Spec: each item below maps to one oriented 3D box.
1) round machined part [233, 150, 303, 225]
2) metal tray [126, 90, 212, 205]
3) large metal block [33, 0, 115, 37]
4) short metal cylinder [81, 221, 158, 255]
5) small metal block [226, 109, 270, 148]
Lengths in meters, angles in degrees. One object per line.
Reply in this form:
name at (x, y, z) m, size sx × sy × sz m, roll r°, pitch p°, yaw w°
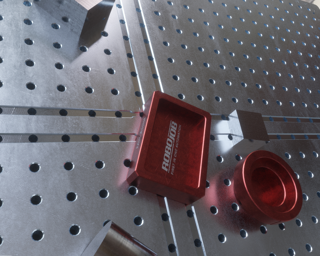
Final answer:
round machined part at (0.141, 0.083, 0.422) m, size 0.099 × 0.042 × 0.098 m, roll 14°, pitch 56°, yaw -21°
metal tray at (0.017, 0.022, 0.400) m, size 0.091 × 0.030 × 0.130 m, roll 22°, pitch 53°, yaw -15°
large metal block at (-0.119, -0.191, 0.445) m, size 0.080 × 0.050 × 0.080 m, roll 37°, pitch 51°, yaw -4°
short metal cylinder at (-0.046, 0.129, 0.269) m, size 0.050 × 0.080 × 0.080 m, roll 37°, pitch 51°, yaw -4°
small metal block at (0.136, 0.002, 0.480) m, size 0.050 × 0.025 × 0.050 m, roll 6°, pitch 59°, yaw -25°
